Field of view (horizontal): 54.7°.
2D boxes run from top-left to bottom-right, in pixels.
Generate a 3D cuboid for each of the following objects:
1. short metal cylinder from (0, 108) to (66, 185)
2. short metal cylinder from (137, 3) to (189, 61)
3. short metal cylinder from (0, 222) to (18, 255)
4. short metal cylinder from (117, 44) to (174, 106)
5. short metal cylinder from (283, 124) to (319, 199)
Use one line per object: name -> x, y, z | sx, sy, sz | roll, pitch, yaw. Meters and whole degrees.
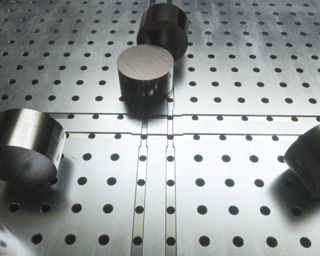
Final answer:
short metal cylinder -> -0.153, 0.023, 0.351 | 0.081, 0.080, 0.050 | 0, 50, 0
short metal cylinder -> 0.006, -0.151, 0.499 | 0.080, 0.080, 0.050 | 4, 50, 3
short metal cylinder -> -0.184, 0.119, 0.290 | 0.081, 0.050, 0.080 | 0, 50, 0
short metal cylinder -> -0.021, -0.079, 0.457 | 0.081, 0.050, 0.080 | 0, 50, 0
short metal cylinder -> 0.188, 0.035, 0.344 | 0.081, 0.080, 0.050 | -17, 52, -14
